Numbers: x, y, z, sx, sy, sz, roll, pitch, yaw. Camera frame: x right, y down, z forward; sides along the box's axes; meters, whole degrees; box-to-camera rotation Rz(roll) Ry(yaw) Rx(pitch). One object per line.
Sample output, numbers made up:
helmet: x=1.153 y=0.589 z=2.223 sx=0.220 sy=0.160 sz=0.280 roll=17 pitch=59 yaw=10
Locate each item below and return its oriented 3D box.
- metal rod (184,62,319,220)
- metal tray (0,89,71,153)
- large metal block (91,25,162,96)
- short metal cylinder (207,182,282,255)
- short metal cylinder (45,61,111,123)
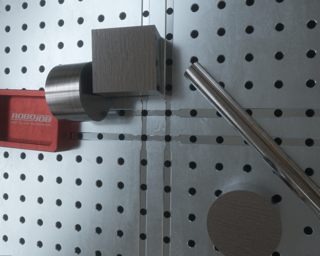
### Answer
metal rod: x=0.136 y=0.035 z=0.364 sx=0.025 sy=0.025 sz=0.300 roll=-44 pitch=77 yaw=14
metal tray: x=-0.202 y=-0.013 z=0.479 sx=0.130 sy=0.030 sz=0.089 roll=4 pitch=91 yaw=19
large metal block: x=-0.041 y=-0.084 z=0.405 sx=0.080 sy=0.050 sz=0.079 roll=-2 pitch=89 yaw=8
short metal cylinder: x=0.100 y=0.108 z=0.364 sx=0.080 sy=0.050 sz=0.079 roll=0 pitch=90 yaw=19
short metal cylinder: x=-0.108 y=-0.048 z=0.420 sx=0.050 sy=0.080 sz=0.079 roll=-2 pitch=90 yaw=20
